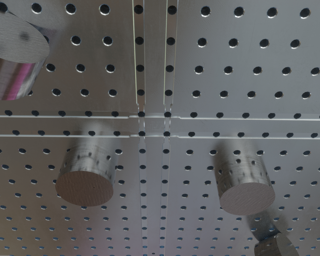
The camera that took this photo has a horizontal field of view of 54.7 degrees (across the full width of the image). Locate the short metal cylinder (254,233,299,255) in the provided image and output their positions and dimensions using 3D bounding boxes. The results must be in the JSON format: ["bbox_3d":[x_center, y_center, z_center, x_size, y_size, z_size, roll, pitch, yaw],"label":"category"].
[{"bbox_3d":[0.227,0.249,0.592,0.080,0.080,0.050,35,122,-26],"label":"short metal cylinder"}]

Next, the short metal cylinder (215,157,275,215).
[{"bbox_3d":[0.128,0.089,0.474,0.081,0.050,0.079,0,130,0],"label":"short metal cylinder"}]

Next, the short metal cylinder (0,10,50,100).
[{"bbox_3d":[-0.160,-0.074,0.310,0.080,0.080,0.050,27,125,-21],"label":"short metal cylinder"}]

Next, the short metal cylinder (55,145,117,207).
[{"bbox_3d":[-0.106,0.071,0.454,0.081,0.050,0.079,-1,130,0],"label":"short metal cylinder"}]
